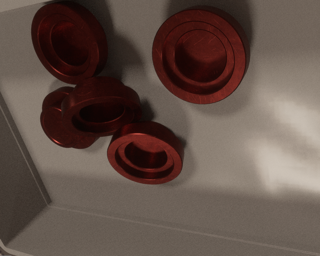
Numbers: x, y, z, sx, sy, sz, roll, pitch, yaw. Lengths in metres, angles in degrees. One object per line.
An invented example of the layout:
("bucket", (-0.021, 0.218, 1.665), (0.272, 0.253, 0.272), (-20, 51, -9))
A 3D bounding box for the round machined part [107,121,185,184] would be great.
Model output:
("round machined part", (-0.016, 0.029, 0.411), (0.099, 0.042, 0.097), (6, 133, 7))

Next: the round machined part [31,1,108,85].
("round machined part", (-0.106, -0.107, 0.386), (0.098, 0.042, 0.097), (13, 124, 20))

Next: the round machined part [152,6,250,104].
("round machined part", (0.045, -0.077, 0.325), (0.098, 0.042, 0.097), (13, 124, 20))

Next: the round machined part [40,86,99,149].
("round machined part", (-0.138, -0.009, 0.462), (0.098, 0.042, 0.097), (13, 124, 20))

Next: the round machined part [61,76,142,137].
("round machined part", (-0.075, -0.029, 0.395), (0.098, 0.099, 0.042), (-36, 55, 38))
